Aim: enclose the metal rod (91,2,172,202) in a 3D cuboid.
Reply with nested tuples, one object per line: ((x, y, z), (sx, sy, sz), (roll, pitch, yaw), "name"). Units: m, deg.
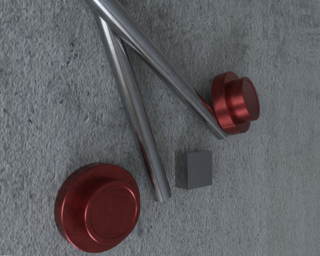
((-0.038, -0.048, 0.372), (0.025, 0.025, 0.298), (-27, 107, -37), "metal rod")

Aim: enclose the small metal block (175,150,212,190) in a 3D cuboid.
((0.049, 0.059, 0.446), (0.050, 0.025, 0.050), (-2, 91, -40), "small metal block")

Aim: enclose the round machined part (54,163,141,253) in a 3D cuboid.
((-0.061, 0.089, 0.343), (0.099, 0.042, 0.097), (0, 90, -40), "round machined part")

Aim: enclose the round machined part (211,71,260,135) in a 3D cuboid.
((0.121, -0.040, 0.476), (0.098, 0.042, 0.098), (24, 59, -49), "round machined part")

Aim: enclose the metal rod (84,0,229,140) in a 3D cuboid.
((0.011, -0.068, 0.391), (0.301, 0.025, 0.025), (41, 65, -39), "metal rod")
